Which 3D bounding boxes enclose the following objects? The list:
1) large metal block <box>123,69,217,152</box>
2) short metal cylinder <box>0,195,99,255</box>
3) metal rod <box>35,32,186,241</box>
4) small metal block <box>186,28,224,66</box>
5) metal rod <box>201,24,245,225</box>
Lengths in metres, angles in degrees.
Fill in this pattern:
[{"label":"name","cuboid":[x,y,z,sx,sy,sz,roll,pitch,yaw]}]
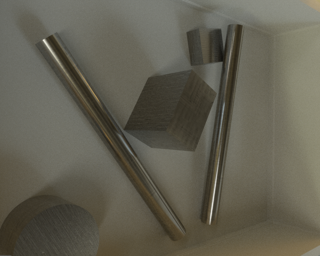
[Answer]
[{"label":"large metal block","cuboid":[0.012,-0.020,0.383,0.050,0.080,0.080,36,68,-35]},{"label":"short metal cylinder","cuboid":[-0.108,0.110,0.302,0.081,0.050,0.079,0,90,-40]},{"label":"metal rod","cuboid":[-0.045,0.028,0.370,0.025,0.025,0.299,-45,117,-31]},{"label":"small metal block","cuboid":[0.070,-0.122,0.467,0.050,0.025,0.050,-15,100,-39]},{"label":"metal rod","cuboid":[0.094,-0.004,0.468,0.025,0.025,0.298,6,92,-40]}]
